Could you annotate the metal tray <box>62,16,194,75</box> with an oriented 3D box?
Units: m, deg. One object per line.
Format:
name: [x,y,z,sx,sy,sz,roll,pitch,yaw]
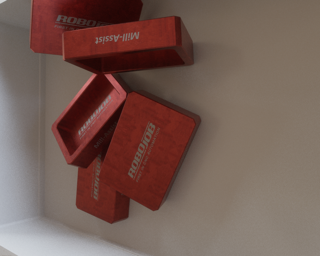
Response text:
metal tray: [-0.032,-0.090,0.358,0.131,0.090,0.030,-3,88,14]

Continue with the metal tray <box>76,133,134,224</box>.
metal tray: [-0.085,0.068,0.471,0.090,0.030,0.129,8,95,39]

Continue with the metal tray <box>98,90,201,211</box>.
metal tray: [-0.015,0.028,0.392,0.090,0.030,0.129,26,106,13]

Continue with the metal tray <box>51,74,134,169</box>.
metal tray: [-0.096,-0.017,0.448,0.130,0.030,0.090,-48,50,11]

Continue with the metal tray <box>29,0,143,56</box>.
metal tray: [-0.096,-0.138,0.402,0.030,0.131,0.089,62,142,45]
